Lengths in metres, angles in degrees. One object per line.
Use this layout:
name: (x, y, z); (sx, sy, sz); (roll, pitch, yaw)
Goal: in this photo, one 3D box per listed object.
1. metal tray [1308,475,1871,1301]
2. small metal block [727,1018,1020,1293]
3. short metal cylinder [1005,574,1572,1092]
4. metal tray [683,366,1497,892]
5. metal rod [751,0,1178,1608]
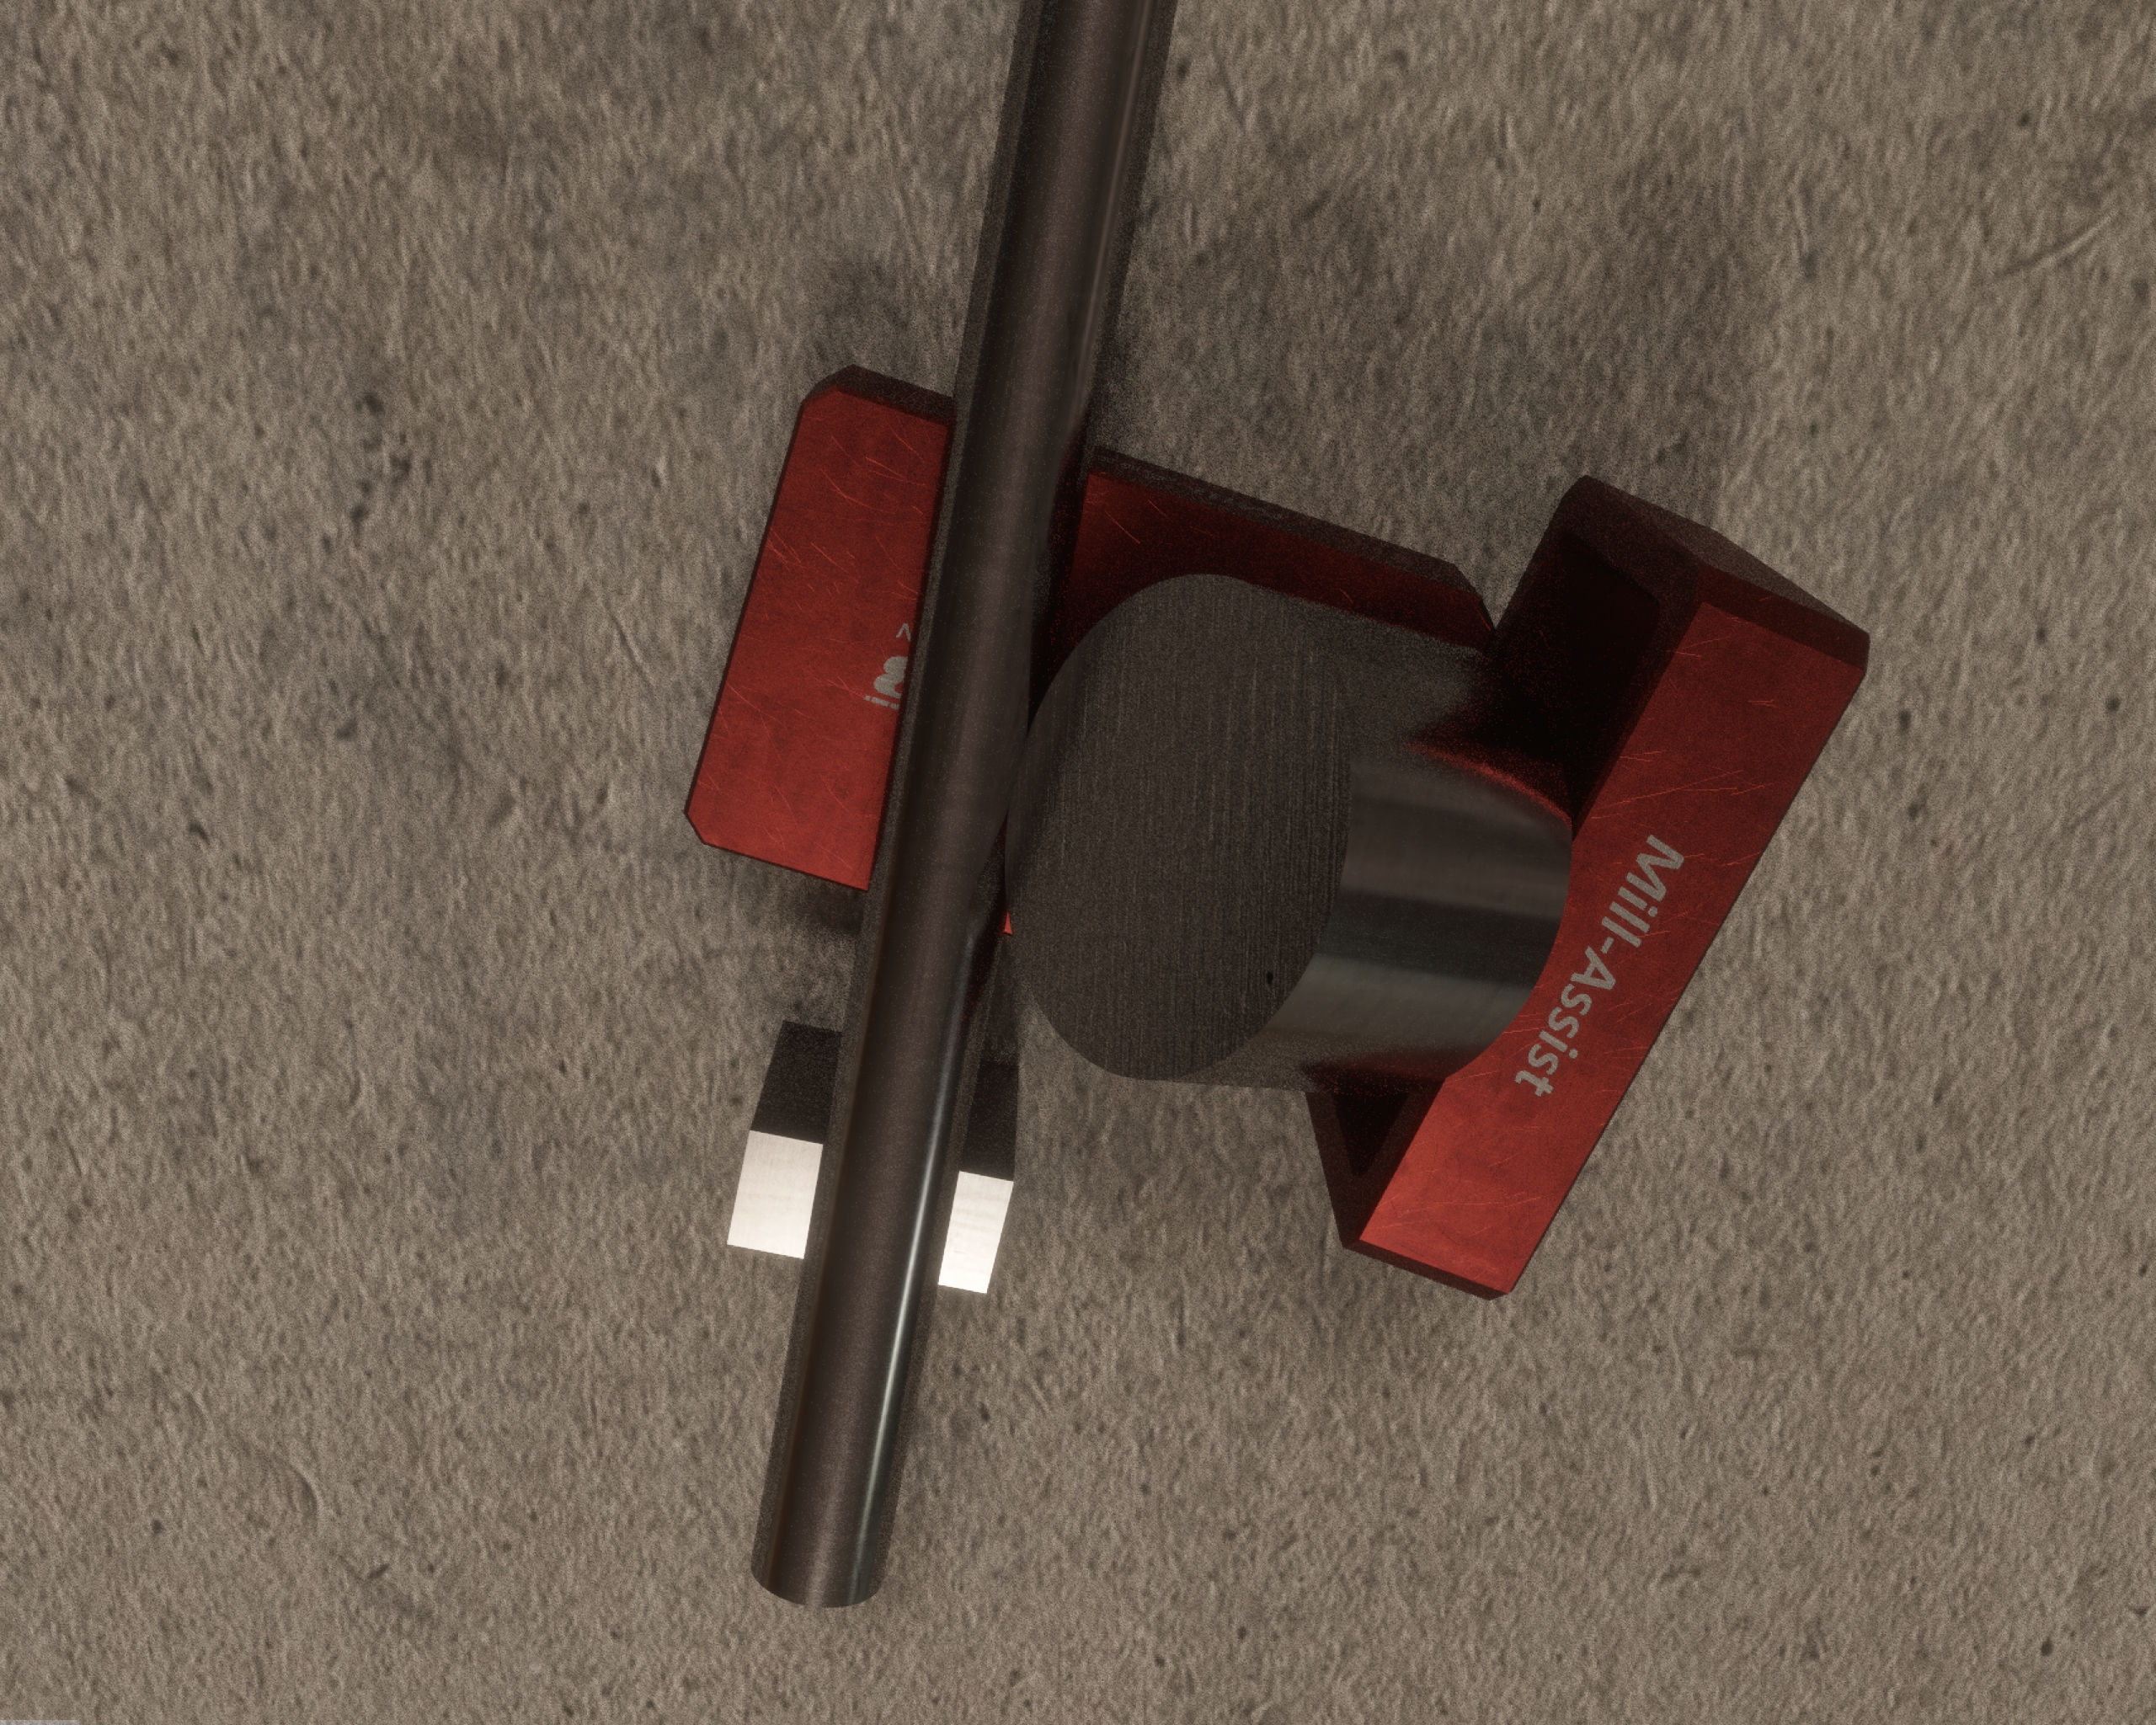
metal tray: (0.084, 0.002, 0.378); (0.030, 0.090, 0.129); (22, 109, -8)
small metal block: (-0.040, 0.058, 0.418); (0.050, 0.050, 0.025); (12, 110, -5)
short metal cylinder: (0.033, -0.003, 0.342); (0.050, 0.080, 0.079); (9, 114, -39)
metal tray: (0.001, -0.031, 0.396); (0.131, 0.030, 0.089); (17, 109, -7)
metal rod: (-0.021, -0.010, 0.365); (0.025, 0.025, 0.298); (10, 101, -4)
